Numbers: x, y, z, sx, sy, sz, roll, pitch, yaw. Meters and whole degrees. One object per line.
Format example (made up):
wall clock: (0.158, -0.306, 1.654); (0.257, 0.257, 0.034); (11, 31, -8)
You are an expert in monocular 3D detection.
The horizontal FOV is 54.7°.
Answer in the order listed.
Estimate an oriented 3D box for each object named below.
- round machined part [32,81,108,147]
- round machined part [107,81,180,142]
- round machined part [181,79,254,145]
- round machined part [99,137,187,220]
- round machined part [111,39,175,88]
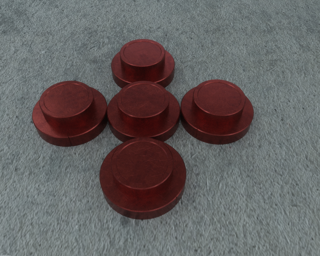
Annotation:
round machined part: (-0.120, -0.026, 0.414); (0.099, 0.042, 0.098); (0, 50, 0)
round machined part: (-0.022, -0.026, 0.415); (0.099, 0.042, 0.098); (0, 50, 0)
round machined part: (0.077, -0.028, 0.419); (0.099, 0.042, 0.098); (0, 50, 0)
round machined part: (-0.019, 0.049, 0.352); (0.099, 0.042, 0.098); (0, 50, 0)
round machined part: (-0.026, -0.101, 0.478); (0.099, 0.042, 0.098); (0, 50, 0)
